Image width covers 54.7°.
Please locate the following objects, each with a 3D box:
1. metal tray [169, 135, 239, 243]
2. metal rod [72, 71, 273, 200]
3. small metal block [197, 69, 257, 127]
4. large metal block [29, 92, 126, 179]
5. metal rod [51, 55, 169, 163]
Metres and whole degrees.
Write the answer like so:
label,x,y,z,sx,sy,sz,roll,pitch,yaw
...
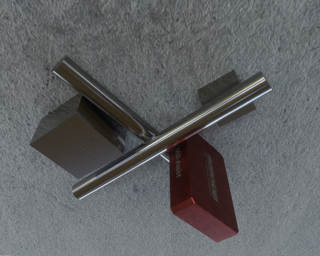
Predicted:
label,x,y,z,sx,sy,sz,roll,pitch,yaw
metal tray,0.053,0.066,0.396,0.030,0.130,0.090,-35,122,26
metal rod,-0.002,0.021,0.393,0.300,0.025,0.025,-32,124,23
small metal block,0.082,-0.035,0.380,0.050,0.025,0.050,-28,125,21
large metal block,-0.101,0.010,0.398,0.080,0.050,0.080,-30,125,22
metal rod,-0.013,0.012,0.419,0.025,0.025,0.301,-35,123,25
